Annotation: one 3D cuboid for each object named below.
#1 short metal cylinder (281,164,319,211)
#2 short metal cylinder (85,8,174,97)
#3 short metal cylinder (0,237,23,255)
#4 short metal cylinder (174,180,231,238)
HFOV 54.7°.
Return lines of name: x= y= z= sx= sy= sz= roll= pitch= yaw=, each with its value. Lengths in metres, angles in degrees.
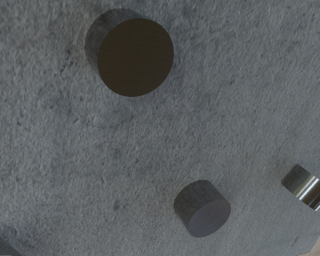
short metal cylinder: x=0.286 y=0.115 z=0.603 sx=0.080 sy=0.080 sz=0.050 roll=29 pitch=102 yaw=-38
short metal cylinder: x=-0.033 y=-0.079 z=0.325 sx=0.081 sy=0.050 sz=0.079 roll=-14 pitch=125 yaw=-21
short metal cylinder: x=-0.208 y=0.172 z=0.365 sx=0.080 sy=0.080 sz=0.050 roll=-29 pitch=129 yaw=-10
short metal cylinder: x=0.070 y=0.134 z=0.514 sx=0.081 sy=0.050 sz=0.079 roll=-14 pitch=125 yaw=-21
